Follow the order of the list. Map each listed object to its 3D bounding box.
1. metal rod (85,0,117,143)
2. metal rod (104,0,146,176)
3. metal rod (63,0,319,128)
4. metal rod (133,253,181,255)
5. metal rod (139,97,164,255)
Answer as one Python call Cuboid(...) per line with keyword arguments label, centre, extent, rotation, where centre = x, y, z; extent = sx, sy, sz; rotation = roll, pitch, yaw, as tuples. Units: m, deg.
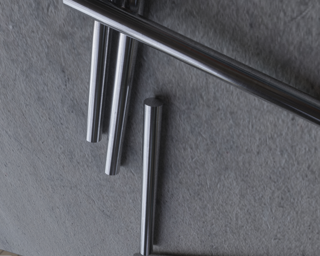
Cuboid(label="metal rod", centre=(-0.071, -0.103, 0.378), extent=(0.025, 0.025, 0.298), rotation=(24, 127, 13))
Cuboid(label="metal rod", centre=(-0.048, -0.052, 0.397), extent=(0.025, 0.025, 0.298), rotation=(23, 127, 14))
Cuboid(label="metal rod", centre=(0.040, -0.074, 0.318), extent=(0.301, 0.025, 0.025), rotation=(26, 128, 3))
Cuboid(label="metal rod", centre=(0.081, 0.225, 0.501), extent=(0.300, 0.025, 0.025), rotation=(-10, 113, 32))
Cuboid(label="metal rod", centre=(-0.016, 0.092, 0.470), extent=(0.025, 0.025, 0.298), rotation=(16, 125, 18))
